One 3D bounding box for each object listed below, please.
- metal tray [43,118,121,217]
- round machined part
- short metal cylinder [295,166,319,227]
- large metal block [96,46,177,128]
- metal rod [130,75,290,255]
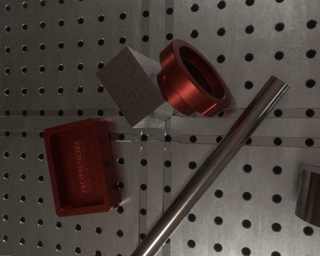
[{"bbox_3d":[-0.114,0.057,0.448,0.090,0.030,0.129,-12,86,19],"label":"metal tray"},{"bbox_3d":[0.035,-0.052,0.363,0.042,0.099,0.098,-39,78,30],"label":"round machined part"},{"bbox_3d":[0.186,0.073,0.318,0.080,0.080,0.050,9,93,19],"label":"short metal cylinder"},{"bbox_3d":[-0.021,-0.047,0.390,0.050,0.080,0.080,-38,78,16],"label":"large metal block"},{"bbox_3d":[0.055,0.064,0.392,0.025,0.025,0.299,39,102,15],"label":"metal rod"}]
